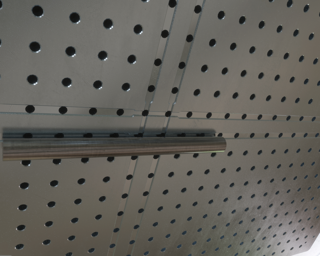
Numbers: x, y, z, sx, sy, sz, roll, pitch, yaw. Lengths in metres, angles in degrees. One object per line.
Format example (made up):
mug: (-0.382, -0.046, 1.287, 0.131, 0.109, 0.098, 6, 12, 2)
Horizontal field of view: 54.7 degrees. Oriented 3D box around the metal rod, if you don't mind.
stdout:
metal rod: (-0.037, 0.024, 0.407, 0.303, 0.025, 0.025, 0, 118, -29)
